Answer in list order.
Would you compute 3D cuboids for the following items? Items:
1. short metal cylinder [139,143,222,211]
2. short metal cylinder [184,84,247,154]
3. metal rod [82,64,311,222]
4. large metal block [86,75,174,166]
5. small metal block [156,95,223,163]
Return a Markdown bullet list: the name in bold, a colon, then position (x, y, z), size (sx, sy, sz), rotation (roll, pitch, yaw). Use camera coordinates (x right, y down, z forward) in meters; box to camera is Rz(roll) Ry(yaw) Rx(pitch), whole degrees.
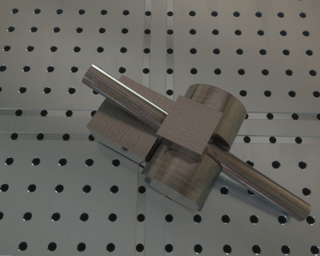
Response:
- **short metal cylinder**: position (0.024, 0.054, 0.359), size (0.080, 0.080, 0.050), rotation (28, 73, 10)
- **short metal cylinder**: position (0.059, -0.010, 0.384), size (0.080, 0.080, 0.050), rotation (26, 72, 9)
- **metal rod**: position (0.046, 0.020, 0.359), size (0.301, 0.025, 0.025), rotation (33, 73, -5)
- **large metal block**: position (-0.032, -0.008, 0.395), size (0.080, 0.050, 0.080), rotation (28, 72, 9)
- **small metal block**: position (0.032, 0.000, 0.324), size (0.050, 0.025, 0.050), rotation (25, 72, 17)
